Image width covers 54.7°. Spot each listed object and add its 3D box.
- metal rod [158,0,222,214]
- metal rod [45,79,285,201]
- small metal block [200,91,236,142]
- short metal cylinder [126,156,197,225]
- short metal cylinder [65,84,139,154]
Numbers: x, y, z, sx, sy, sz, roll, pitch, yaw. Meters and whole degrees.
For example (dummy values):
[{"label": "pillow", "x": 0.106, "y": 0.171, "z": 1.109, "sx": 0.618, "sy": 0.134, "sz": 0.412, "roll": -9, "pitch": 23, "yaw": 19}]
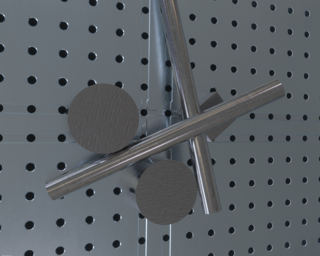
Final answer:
[{"label": "metal rod", "x": 0.036, "y": -0.040, "z": 0.404, "sx": 0.025, "sy": 0.025, "sz": 0.298, "roll": -10, "pitch": 85, "yaw": -20}, {"label": "metal rod", "x": 0.008, "y": 0.013, "z": 0.373, "sx": 0.301, "sy": 0.025, "sz": 0.025, "roll": -24, "pitch": 99, "yaw": -3}, {"label": "small metal block", "x": 0.071, "y": -0.016, "z": 0.439, "sx": 0.050, "sy": 0.025, "sz": 0.050, "roll": -41, "pitch": 103, "yaw": -16}, {"label": "short metal cylinder", "x": 0.001, "y": 0.078, "z": 0.400, "sx": 0.081, "sy": 0.050, "sz": 0.079, "roll": 0, "pitch": 90, "yaw": -20}, {"label": "short metal cylinder", "x": -0.071, "y": -0.011, "z": 0.373, "sx": 0.081, "sy": 0.050, "sz": 0.079, "roll": 0, "pitch": 90, "yaw": -20}]
